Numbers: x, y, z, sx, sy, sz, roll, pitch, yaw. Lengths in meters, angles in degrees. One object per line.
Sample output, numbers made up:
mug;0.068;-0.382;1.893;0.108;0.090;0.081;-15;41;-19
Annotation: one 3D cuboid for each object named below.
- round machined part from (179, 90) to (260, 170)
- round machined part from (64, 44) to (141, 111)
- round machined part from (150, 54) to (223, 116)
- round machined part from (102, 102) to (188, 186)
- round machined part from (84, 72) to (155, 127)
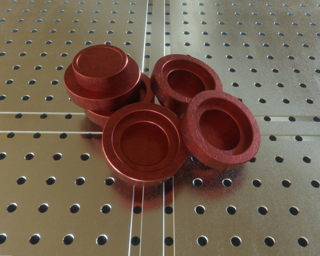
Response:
round machined part;0.068;0.006;0.377;0.099;0.042;0.098;11;59;-18
round machined part;-0.075;-0.071;0.400;0.099;0.042;0.098;0;50;0
round machined part;0.033;-0.055;0.431;0.099;0.042;0.098;11;50;-13
round machined part;-0.019;0.022;0.367;0.099;0.042;0.098;5;64;-9
round machined part;-0.056;-0.037;0.426;0.099;0.042;0.098;0;50;0
